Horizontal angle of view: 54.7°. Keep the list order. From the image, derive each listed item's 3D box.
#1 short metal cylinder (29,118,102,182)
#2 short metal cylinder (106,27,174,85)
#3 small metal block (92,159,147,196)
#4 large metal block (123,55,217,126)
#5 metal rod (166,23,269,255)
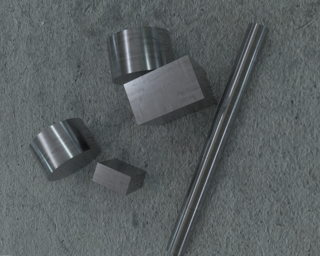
[{"bbox_3d":[-0.129,0.030,0.425,0.080,0.080,0.050,-38,78,16],"label":"short metal cylinder"},{"bbox_3d":[-0.023,-0.087,0.388,0.080,0.080,0.050,-10,87,20],"label":"short metal cylinder"},{"bbox_3d":[-0.053,0.064,0.414,0.050,0.050,0.025,20,97,19],"label":"small metal block"},{"bbox_3d":[0.016,-0.040,0.374,0.080,0.080,0.050,-22,83,18],"label":"large metal block"},{"bbox_3d":[0.069,0.020,0.384,0.025,0.025,0.298,21,97,18],"label":"metal rod"}]
